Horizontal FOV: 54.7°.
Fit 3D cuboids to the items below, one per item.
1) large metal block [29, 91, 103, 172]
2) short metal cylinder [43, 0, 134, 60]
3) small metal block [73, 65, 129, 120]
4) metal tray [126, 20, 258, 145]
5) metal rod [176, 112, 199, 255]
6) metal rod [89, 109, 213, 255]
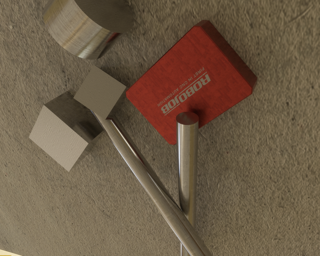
[{"bbox_3d":[-0.138,0.006,0.465,0.080,0.050,0.080,41,129,-1],"label":"large metal block"},{"bbox_3d":[-0.076,-0.122,0.334,0.050,0.080,0.080,-32,101,38],"label":"short metal cylinder"},{"bbox_3d":[-0.074,-0.045,0.402,0.050,0.025,0.050,34,97,5],"label":"small metal block"},{"bbox_3d":[0.032,-0.046,0.357,0.090,0.030,0.129,48,128,-6],"label":"metal tray"},{"bbox_3d":[0.038,0.107,0.430,0.025,0.025,0.298,13,131,20],"label":"metal rod"},{"bbox_3d":[-0.005,0.085,0.419,0.025,0.025,0.299,-39,84,38],"label":"metal rod"}]
